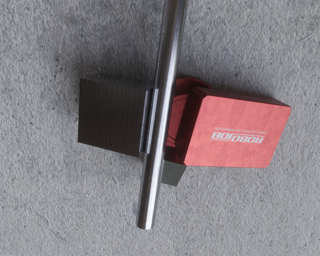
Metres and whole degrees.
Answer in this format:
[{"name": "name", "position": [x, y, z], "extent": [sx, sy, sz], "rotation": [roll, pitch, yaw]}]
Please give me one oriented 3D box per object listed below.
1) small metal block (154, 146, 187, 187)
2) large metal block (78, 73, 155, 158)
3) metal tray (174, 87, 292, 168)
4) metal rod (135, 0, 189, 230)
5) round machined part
[{"name": "small metal block", "position": [0.006, 0.050, 0.419], "extent": [0.050, 0.025, 0.050], "rotation": [15, 135, -5]}, {"name": "large metal block", "position": [-0.050, -0.018, 0.379], "extent": [0.080, 0.050, 0.079], "rotation": [13, 111, 14]}, {"name": "metal tray", "position": [0.091, 0.003, 0.387], "extent": [0.131, 0.030, 0.089], "rotation": [5, 112, -24]}, {"name": "metal rod", "position": [0.000, -0.015, 0.361], "extent": [0.025, 0.025, 0.298], "rotation": [7, 108, -3]}, {"name": "round machined part", "position": [0.031, -0.015, 0.396], "extent": [0.099, 0.042, 0.097], "rotation": [0, 110, 0]}]
